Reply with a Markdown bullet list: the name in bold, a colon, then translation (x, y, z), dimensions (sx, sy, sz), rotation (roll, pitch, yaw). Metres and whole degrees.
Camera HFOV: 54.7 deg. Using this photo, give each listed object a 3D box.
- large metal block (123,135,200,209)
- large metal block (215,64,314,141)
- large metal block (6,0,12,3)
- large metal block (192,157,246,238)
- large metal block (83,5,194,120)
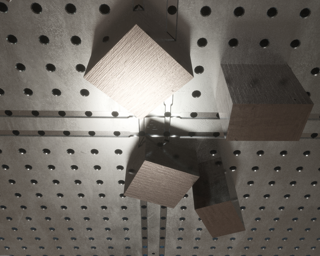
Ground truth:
- **large metal block**: translation (0.001, 0.065, 0.451), dimensions (0.081, 0.050, 0.079), rotation (19, 128, -16)
- **large metal block**: translation (0.111, -0.031, 0.351), dimensions (0.081, 0.080, 0.050), rotation (0, 130, -1)
- **large metal block**: translation (-0.138, -0.167, 0.251), dimensions (0.080, 0.050, 0.080), rotation (31, 123, -24)
- **large metal block**: translation (0.086, 0.104, 0.466), dimensions (0.050, 0.080, 0.080), rotation (-19, 128, 15)
- **large metal block**: translation (-0.022, -0.068, 0.337), dimensions (0.080, 0.050, 0.080), rotation (-37, 121, 27)
